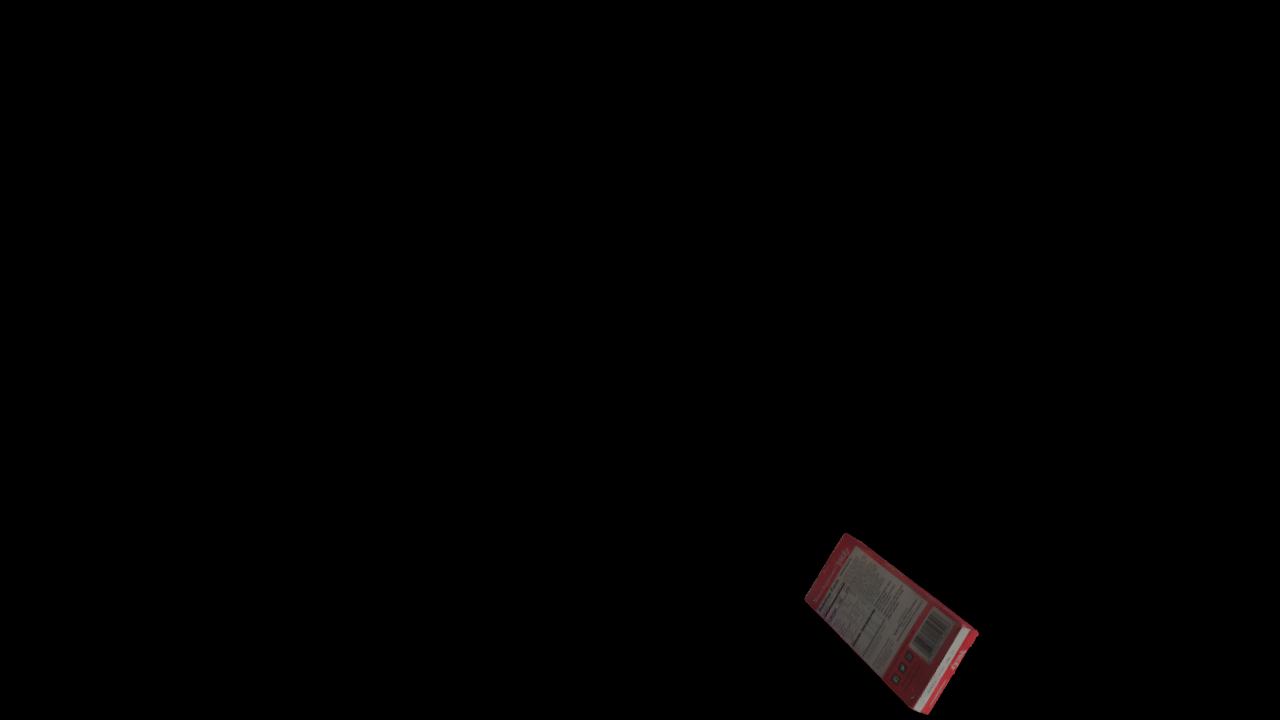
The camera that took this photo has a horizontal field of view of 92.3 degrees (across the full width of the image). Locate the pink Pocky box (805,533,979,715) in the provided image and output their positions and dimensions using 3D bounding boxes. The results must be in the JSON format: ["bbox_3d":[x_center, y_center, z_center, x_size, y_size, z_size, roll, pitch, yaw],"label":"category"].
[{"bbox_3d":[0.225,0.236,0.571,0.029,0.084,0.155,30,2,-24],"label":"pink Pocky box"}]
